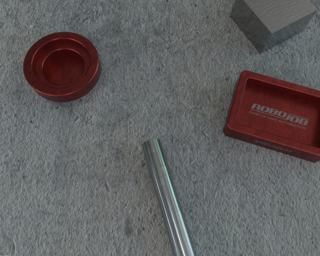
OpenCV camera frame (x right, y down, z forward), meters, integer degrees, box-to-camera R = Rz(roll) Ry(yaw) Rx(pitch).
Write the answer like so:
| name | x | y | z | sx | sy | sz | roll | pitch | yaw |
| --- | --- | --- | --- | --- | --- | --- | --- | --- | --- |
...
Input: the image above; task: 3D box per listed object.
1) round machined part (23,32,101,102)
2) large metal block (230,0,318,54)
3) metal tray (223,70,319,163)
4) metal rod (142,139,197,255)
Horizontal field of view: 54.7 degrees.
| name | x | y | z | sx | sy | sz | roll | pitch | yaw |
| --- | --- | --- | --- | --- | --- | --- | --- | --- | --- |
| round machined part | -0.130 | -0.079 | 0.427 | 0.099 | 0.042 | 0.098 | 0 | 70 | -1 |
| large metal block | 0.165 | -0.170 | 0.459 | 0.080 | 0.050 | 0.080 | -29 | 73 | -10 |
| metal tray | 0.160 | -0.017 | 0.413 | 0.131 | 0.030 | 0.090 | 17 | 71 | 5 |
| metal rod | 0.031 | 0.154 | 0.352 | 0.025 | 0.025 | 0.299 | -16 | 71 | -6 |
